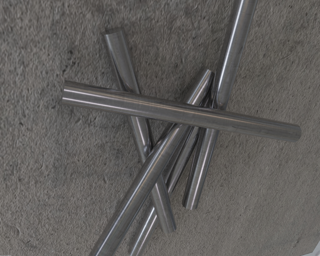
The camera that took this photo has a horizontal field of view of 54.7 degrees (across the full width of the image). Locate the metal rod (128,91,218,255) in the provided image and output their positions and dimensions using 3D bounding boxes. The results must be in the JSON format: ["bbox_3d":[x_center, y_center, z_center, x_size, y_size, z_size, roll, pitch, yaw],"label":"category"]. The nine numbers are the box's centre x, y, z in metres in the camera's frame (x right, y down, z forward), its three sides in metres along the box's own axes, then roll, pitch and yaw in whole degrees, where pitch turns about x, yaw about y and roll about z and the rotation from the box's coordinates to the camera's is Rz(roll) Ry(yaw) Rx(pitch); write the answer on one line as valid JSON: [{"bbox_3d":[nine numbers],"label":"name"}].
[{"bbox_3d":[0.016,0.076,0.462,0.025,0.025,0.298,11,113,-33],"label":"metal rod"}]

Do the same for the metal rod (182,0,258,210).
[{"bbox_3d":[0.070,-0.015,0.401,0.025,0.025,0.298,-4,120,-27],"label":"metal rod"}]

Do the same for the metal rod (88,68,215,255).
[{"bbox_3d":[-0.013,0.056,0.372,0.025,0.025,0.300,40,76,-39],"label":"metal rod"}]

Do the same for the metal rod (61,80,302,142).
[{"bbox_3d":[0.043,-0.014,0.362,0.302,0.025,0.025,9,114,-22],"label":"metal rod"}]

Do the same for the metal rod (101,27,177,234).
[{"bbox_3d":[-0.018,0.025,0.394,0.025,0.025,0.298,-23,122,-15],"label":"metal rod"}]
